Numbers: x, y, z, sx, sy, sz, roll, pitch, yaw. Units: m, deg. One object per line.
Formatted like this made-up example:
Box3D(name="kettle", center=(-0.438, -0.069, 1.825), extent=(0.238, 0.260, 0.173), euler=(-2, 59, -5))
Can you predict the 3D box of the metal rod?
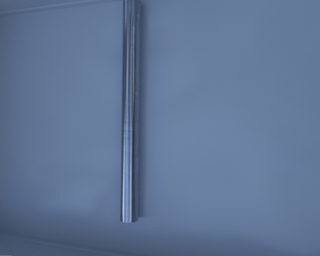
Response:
Box3D(name="metal rod", center=(-0.040, -0.023, 0.423), extent=(0.025, 0.025, 0.298), euler=(1, 90, 19))
